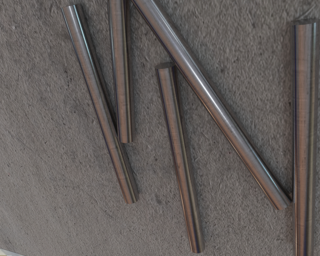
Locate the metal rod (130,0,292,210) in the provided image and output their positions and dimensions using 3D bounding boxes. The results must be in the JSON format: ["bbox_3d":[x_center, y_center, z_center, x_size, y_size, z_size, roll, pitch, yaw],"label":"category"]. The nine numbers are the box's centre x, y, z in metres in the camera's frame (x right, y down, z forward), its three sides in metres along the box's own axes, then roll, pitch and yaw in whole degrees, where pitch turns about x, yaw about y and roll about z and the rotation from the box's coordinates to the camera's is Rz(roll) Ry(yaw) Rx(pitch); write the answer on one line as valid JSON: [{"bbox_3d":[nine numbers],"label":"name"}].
[{"bbox_3d":[0.065,-0.026,0.356,0.025,0.025,0.299,-28,103,37],"label":"metal rod"}]

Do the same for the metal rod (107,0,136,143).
[{"bbox_3d":[-0.046,-0.112,0.361,0.025,0.025,0.298,14,124,20],"label":"metal rod"}]

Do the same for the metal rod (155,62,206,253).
[{"bbox_3d":[0.033,0.058,0.425,0.025,0.025,0.298,3,120,27],"label":"metal rod"}]

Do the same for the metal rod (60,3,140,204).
[{"bbox_3d":[-0.077,-0.016,0.437,0.025,0.025,0.298,1,119,28],"label":"metal rod"}]

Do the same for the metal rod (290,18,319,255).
[{"bbox_3d":[0.160,0.035,0.344,0.025,0.025,0.298,2,120,27],"label":"metal rod"}]
